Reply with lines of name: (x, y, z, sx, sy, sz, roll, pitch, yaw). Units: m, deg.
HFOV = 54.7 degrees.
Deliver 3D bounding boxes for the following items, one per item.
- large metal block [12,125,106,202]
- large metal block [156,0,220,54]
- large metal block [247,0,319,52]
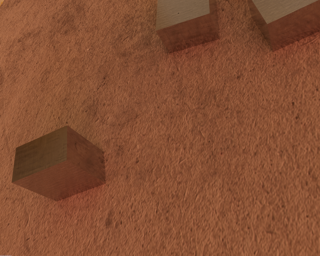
large metal block: (-0.129, 0.050, 0.406, 0.080, 0.080, 0.050, -22, 54, 15)
large metal block: (0.042, -0.170, 0.470, 0.080, 0.050, 0.080, -11, 57, 22)
large metal block: (0.165, -0.157, 0.398, 0.080, 0.050, 0.080, -23, 53, 14)
